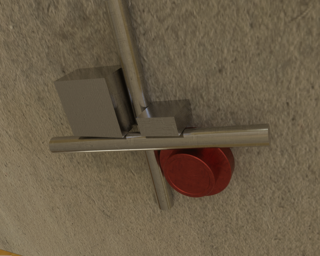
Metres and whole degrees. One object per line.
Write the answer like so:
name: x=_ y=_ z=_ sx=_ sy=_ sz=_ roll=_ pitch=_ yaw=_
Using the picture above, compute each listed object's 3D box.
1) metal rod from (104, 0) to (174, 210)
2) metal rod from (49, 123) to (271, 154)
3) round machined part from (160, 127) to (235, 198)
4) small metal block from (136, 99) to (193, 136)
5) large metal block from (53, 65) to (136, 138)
metal rod: x=-0.021 y=-0.013 z=0.409 sx=0.025 sy=0.025 sz=0.298 roll=1 pitch=119 yaw=27
metal rod: x=-0.019 y=0.016 z=0.395 sx=0.301 sy=0.025 sz=0.025 roll=-4 pitch=117 yaw=25
round machined part: x=0.044 y=0.051 z=0.404 sx=0.098 sy=0.042 sz=0.097 roll=13 pitch=124 yaw=20
small metal block: x=0.007 y=-0.013 z=0.379 sx=0.050 sy=0.050 sz=0.025 roll=-1 pitch=118 yaw=28
large metal block: x=-0.080 y=-0.035 z=0.410 sx=0.080 sy=0.050 sz=0.079 roll=1 pitch=119 yaw=27
